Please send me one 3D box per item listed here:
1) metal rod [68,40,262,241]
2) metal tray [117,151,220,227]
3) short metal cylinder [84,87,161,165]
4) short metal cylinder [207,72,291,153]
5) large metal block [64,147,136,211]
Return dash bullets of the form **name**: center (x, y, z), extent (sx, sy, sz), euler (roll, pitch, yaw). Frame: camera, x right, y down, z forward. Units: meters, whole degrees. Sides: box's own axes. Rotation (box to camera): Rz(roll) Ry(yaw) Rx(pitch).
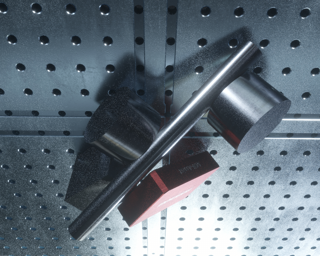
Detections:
- **metal rod**: center (0.000, 0.020, 0.358), extent (0.299, 0.025, 0.025), euler (-47, 119, 7)
- **metal tray**: center (0.015, 0.080, 0.425), extent (0.131, 0.030, 0.090), euler (-11, 148, -51)
- **short metal cylinder**: center (-0.045, -0.003, 0.372), extent (0.080, 0.080, 0.050), euler (-36, 122, 26)
- **short metal cylinder**: center (0.101, -0.017, 0.356), extent (0.080, 0.050, 0.080), euler (-32, 152, -19)
- **large metal block**: center (-0.077, 0.064, 0.428), extent (0.080, 0.080, 0.050), euler (-32, 123, 24)
